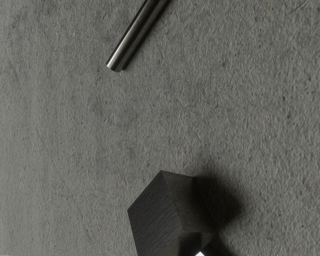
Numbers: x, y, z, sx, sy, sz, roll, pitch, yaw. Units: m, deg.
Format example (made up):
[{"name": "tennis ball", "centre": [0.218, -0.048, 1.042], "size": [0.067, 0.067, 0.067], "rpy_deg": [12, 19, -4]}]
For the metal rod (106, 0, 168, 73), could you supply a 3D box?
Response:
[{"name": "metal rod", "centre": [0.015, -0.192, 0.392], "size": [0.298, 0.025, 0.025], "rpy_deg": [-50, 61, 28]}]

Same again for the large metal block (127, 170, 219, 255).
[{"name": "large metal block", "centre": [0.011, 0.109, 0.363], "size": [0.080, 0.050, 0.080], "rpy_deg": [-53, 38, 27]}]

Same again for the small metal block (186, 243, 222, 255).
[{"name": "small metal block", "centre": [0.052, 0.168, 0.362], "size": [0.050, 0.025, 0.050], "rpy_deg": [40, 114, 32]}]
